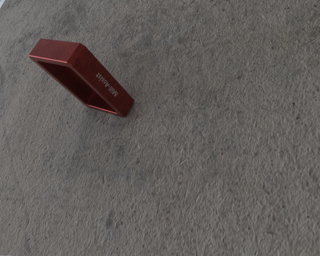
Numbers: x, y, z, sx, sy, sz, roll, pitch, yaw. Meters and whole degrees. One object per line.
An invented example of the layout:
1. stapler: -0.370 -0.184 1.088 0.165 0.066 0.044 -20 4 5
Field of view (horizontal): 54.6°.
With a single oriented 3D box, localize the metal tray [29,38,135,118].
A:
1. metal tray: -0.105 -0.067 0.434 0.090 0.130 0.030 16 71 34
